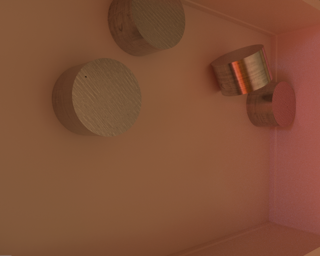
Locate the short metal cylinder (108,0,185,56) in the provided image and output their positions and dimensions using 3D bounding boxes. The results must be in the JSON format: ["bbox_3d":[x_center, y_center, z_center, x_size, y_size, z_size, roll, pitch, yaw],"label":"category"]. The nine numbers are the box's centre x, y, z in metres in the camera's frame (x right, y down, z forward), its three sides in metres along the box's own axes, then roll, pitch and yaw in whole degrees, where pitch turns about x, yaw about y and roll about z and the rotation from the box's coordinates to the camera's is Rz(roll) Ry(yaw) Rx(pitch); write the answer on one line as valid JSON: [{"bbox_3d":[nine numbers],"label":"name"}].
[{"bbox_3d":[-0.016,-0.131,0.377,0.081,0.050,0.080,0,90,-40],"label":"short metal cylinder"}]

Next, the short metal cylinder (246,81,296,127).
[{"bbox_3d":[0.201,-0.041,0.558,0.081,0.050,0.080,0,90,-40],"label":"short metal cylinder"}]

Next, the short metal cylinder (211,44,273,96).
[{"bbox_3d":[0.125,-0.089,0.475,0.080,0.080,0.050,-37,113,-34],"label":"short metal cylinder"}]

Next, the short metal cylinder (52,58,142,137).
[{"bbox_3d":[-0.067,-0.031,0.334,0.081,0.050,0.080,0,90,-40],"label":"short metal cylinder"}]
